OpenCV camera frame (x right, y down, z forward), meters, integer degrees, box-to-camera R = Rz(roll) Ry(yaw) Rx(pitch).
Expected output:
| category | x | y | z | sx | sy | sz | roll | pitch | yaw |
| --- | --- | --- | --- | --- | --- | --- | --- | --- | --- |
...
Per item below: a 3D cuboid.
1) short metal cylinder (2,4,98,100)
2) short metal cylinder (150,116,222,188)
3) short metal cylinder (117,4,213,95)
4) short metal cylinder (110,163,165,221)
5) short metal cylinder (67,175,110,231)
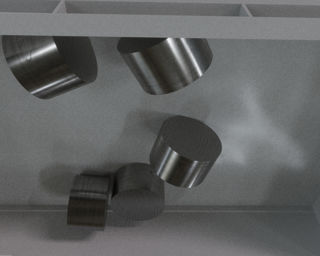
| category | x | y | z | sx | sy | sz | roll | pitch | yaw |
| --- | --- | --- | --- | --- | --- | --- | --- | --- | --- |
| short metal cylinder | -0.105 | -0.074 | 0.308 | 0.050 | 0.080 | 0.080 | -18 | 128 | 14 |
| short metal cylinder | 0.032 | 0.029 | 0.399 | 0.081 | 0.080 | 0.050 | 13 | 129 | -12 |
| short metal cylinder | 0.005 | -0.078 | 0.307 | 0.080 | 0.080 | 0.050 | -21 | 127 | 16 |
| short metal cylinder | -0.033 | 0.099 | 0.477 | 0.081 | 0.050 | 0.079 | 0 | 130 | 0 |
| short metal cylinder | -0.105 | 0.113 | 0.468 | 0.050 | 0.080 | 0.079 | 6 | 130 | -5 |
